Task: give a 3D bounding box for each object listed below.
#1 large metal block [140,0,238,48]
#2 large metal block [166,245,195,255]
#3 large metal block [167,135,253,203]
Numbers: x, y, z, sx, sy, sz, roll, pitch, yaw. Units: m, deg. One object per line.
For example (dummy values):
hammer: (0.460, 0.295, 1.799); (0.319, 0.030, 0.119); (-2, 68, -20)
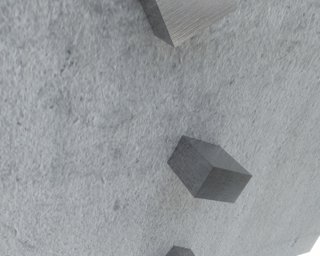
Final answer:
large metal block: (0.023, -0.143, 0.316); (0.080, 0.050, 0.080); (-34, 129, -7)
large metal block: (0.037, 0.278, 0.566); (0.050, 0.080, 0.080); (30, 102, -38)
large metal block: (0.070, 0.060, 0.449); (0.081, 0.080, 0.050); (17, 109, -35)
